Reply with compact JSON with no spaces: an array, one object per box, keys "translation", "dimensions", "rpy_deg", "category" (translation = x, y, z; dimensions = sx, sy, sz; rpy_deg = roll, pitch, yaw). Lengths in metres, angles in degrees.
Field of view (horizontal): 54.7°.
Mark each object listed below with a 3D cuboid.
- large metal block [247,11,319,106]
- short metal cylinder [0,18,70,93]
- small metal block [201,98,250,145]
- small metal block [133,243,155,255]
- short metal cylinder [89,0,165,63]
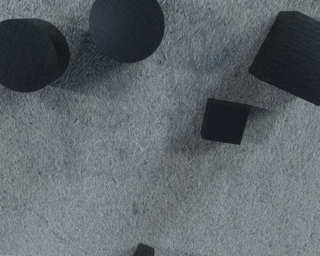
[{"translation":[0.165,-0.083,0.368],"dimensions":[0.080,0.050,0.079],"rpy_deg":[22,109,-8],"category":"large metal block"},{"translation":[-0.153,-0.086,0.363],"dimensions":[0.081,0.050,0.079],"rpy_deg":[0,110,0],"category":"short metal cylinder"},{"translation":[0.084,-0.009,0.407],"dimensions":[0.050,0.025,0.050],"rpy_deg":[9,110,-4],"category":"small metal block"},{"translation":[-0.031,0.217,0.476],"dimensions":[0.025,0.050,0.050],"rpy_deg":[25,108,-9],"category":"small metal block"},{"translation":[-0.035,-0.118,0.353],"dimensions":[0.081,0.050,0.079],"rpy_deg":[0,110,0],"category":"short metal cylinder"}]
